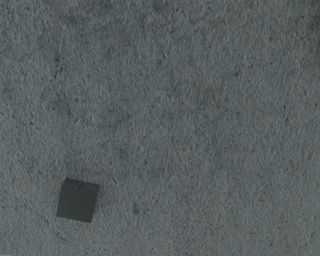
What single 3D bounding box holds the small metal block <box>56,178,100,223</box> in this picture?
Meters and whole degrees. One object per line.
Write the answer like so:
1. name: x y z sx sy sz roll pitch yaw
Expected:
1. small metal block: -0.118 0.105 0.447 0.050 0.025 0.050 13 110 -5
